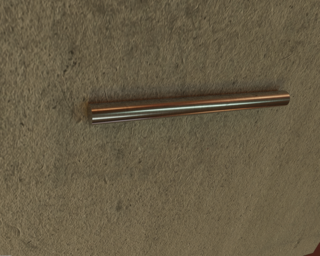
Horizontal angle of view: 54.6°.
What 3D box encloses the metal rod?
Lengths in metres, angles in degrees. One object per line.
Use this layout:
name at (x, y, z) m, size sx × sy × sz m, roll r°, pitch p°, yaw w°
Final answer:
metal rod at (0.056, -0.031, 0.417) m, size 0.302 × 0.025 × 0.025 m, roll -6°, pitch 121°, yaw -25°
